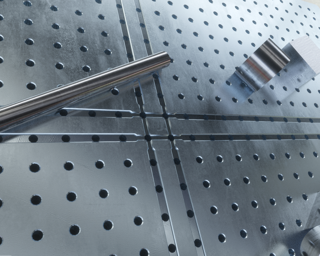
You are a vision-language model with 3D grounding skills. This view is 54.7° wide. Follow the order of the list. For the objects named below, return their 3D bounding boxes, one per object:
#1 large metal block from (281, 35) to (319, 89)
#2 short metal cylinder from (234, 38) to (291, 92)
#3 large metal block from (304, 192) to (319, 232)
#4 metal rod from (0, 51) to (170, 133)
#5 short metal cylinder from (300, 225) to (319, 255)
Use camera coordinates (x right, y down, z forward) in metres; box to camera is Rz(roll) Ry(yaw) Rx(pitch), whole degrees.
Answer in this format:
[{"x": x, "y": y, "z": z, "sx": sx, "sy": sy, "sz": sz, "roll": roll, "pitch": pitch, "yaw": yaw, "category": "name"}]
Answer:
[{"x": 0.288, "y": -0.135, "z": 0.630, "sx": 0.081, "sy": 0.050, "sz": 0.080, "roll": -27, "pitch": 77, "yaw": -37, "category": "large metal block"}, {"x": 0.175, "y": -0.107, "z": 0.532, "sx": 0.050, "sy": 0.080, "sz": 0.080, "roll": 46, "pitch": 51, "yaw": 3, "category": "short metal cylinder"}, {"x": 0.270, "y": 0.141, "z": 0.451, "sx": 0.080, "sy": 0.050, "sz": 0.080, "roll": 44, "pitch": 51, "yaw": 2, "category": "large metal block"}, {"x": -0.098, "y": -0.047, "z": 0.383, "sx": 0.302, "sy": 0.025, "sz": 0.025, "roll": -29, "pitch": 78, "yaw": -38, "category": "metal rod"}, {"x": 0.224, "y": 0.166, "z": 0.385, "sx": 0.080, "sy": 0.050, "sz": 0.079, "roll": 0, "pitch": 92, "yaw": 5, "category": "short metal cylinder"}]
